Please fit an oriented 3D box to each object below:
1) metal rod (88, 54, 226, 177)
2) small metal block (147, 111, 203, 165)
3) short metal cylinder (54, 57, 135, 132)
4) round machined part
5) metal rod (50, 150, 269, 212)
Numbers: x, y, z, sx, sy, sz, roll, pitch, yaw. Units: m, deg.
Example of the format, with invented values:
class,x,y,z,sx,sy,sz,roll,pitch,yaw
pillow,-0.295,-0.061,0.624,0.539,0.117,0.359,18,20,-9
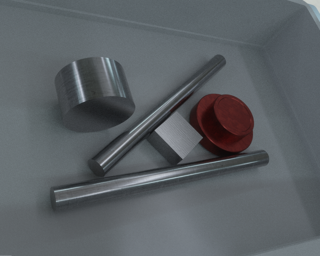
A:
class,x,y,z,sx,sy,sz,roll,pitch,yaw
metal rod,0.016,-0.035,0.435,0.025,0.025,0.302,45,51,3
small metal block,0.020,0.014,0.407,0.050,0.025,0.050,46,51,3
short metal cylinder,-0.074,-0.035,0.352,0.081,0.080,0.050,-5,65,-31
round machined part,0.097,-0.010,0.451,0.099,0.042,0.098,14,56,-21
metal rod,0.024,0.057,0.383,0.303,0.025,0.025,-6,65,-31
